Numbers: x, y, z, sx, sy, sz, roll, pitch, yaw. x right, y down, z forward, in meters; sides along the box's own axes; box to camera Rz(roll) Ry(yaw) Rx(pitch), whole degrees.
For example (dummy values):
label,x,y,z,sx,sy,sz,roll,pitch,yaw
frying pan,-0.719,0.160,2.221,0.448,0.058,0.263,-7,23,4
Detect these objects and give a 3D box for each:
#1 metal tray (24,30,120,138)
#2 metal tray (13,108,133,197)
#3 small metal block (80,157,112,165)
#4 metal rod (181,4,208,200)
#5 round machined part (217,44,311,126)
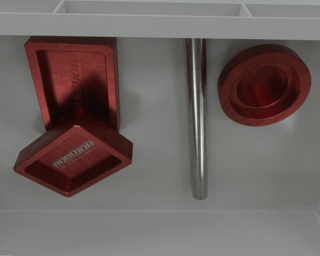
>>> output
label,x,y,z,sx,sy,sz,roll,pitch,yaw
metal tray,-0.095,-0.046,0.364,0.091,0.030,0.129,2,130,-2
metal tray,-0.110,0.038,0.398,0.130,0.030,0.090,-31,128,27
small metal block,-0.087,0.026,0.430,0.050,0.025,0.050,-3,130,2
metal rod,0.049,-0.006,0.404,0.025,0.025,0.298,-5,130,3
round machined part,0.115,-0.052,0.356,0.099,0.042,0.097,-1,130,0
